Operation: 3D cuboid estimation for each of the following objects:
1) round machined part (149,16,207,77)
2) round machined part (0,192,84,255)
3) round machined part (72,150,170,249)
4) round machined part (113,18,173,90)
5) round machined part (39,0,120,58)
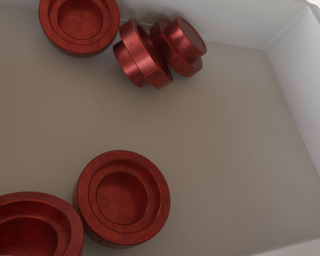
[{"bbox_3d":[0.033,-0.128,0.468,0.098,0.042,0.098,36,34,-29],"label":"round machined part"},{"bbox_3d":[-0.114,0.101,0.254,0.099,0.042,0.098,11,30,-6],"label":"round machined part"},{"bbox_3d":[-0.042,0.076,0.326,0.099,0.042,0.098,14,56,-21],"label":"round machined part"},{"bbox_3d":[-0.026,-0.093,0.416,0.098,0.042,0.098,54,15,-21],"label":"round machined part"},{"bbox_3d":[-0.104,-0.141,0.407,0.099,0.042,0.097,1,88,-14],"label":"round machined part"}]
